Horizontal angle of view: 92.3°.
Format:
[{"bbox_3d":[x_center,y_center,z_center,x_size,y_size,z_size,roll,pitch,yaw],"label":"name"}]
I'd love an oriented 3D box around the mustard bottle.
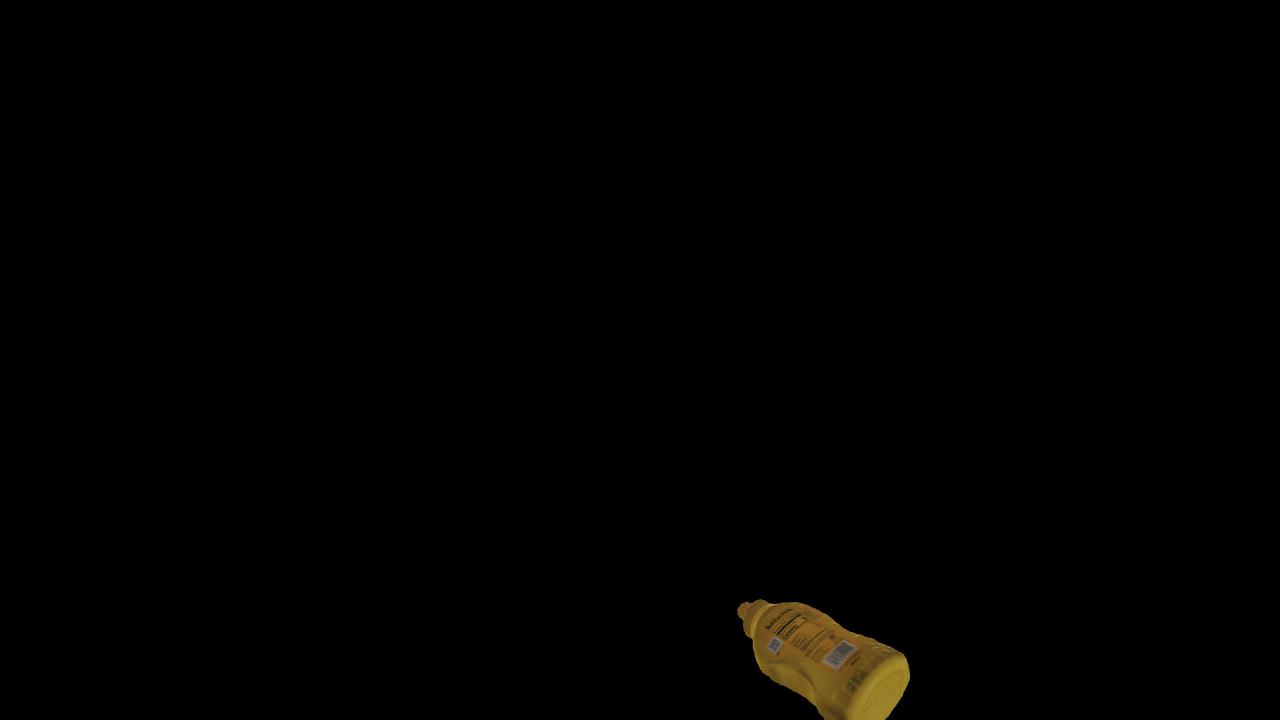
[{"bbox_3d":[0.165,0.290,0.620,0.092,0.054,0.184,-32,21,-26],"label":"mustard bottle"}]
